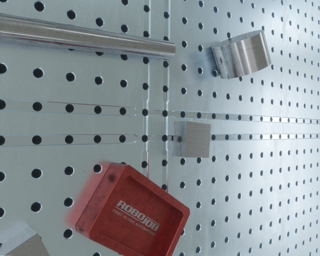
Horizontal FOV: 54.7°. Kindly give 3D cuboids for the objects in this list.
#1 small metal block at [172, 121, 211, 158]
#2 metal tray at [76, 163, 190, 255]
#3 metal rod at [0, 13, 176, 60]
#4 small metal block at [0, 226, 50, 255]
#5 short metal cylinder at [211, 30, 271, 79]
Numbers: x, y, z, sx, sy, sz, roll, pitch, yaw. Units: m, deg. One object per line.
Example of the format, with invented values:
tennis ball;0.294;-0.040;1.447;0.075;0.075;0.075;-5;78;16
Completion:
small metal block;0.046;0.017;0.451;0.050;0.025;0.050;6;86;-40
metal tray;-0.026;0.113;0.385;0.130;0.030;0.090;42;65;-32
metal rod;-0.102;-0.097;0.324;0.302;0.025;0.025;-4;93;-40
small metal block;-0.134;0.133;0.298;0.050;0.025;0.050;-32;110;-36
short metal cylinder;0.126;-0.114;0.482;0.081;0.080;0.050;-33;111;-35
